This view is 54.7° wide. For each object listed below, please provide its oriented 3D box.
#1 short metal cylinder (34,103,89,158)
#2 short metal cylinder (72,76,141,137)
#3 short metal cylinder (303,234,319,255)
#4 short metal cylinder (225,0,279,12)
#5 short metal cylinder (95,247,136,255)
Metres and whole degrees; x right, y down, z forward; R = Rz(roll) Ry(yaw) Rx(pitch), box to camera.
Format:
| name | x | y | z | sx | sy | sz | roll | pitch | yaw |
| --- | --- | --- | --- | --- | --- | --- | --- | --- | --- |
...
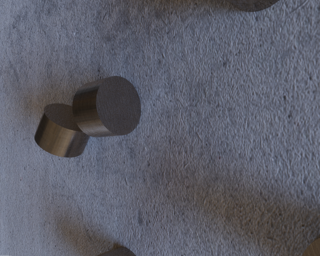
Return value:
| name | x | y | z | sx | sy | sz | roll | pitch | yaw |
| --- | --- | --- | --- | --- | --- | --- | --- | --- | --- |
| short metal cylinder | -0.152 | 0.003 | 0.495 | 0.080 | 0.081 | 0.050 | 42 | 116 | 32 |
| short metal cylinder | -0.072 | -0.028 | 0.429 | 0.050 | 0.081 | 0.080 | -6 | 86 | 40 |
| short metal cylinder | 0.164 | 0.120 | 0.253 | 0.080 | 0.050 | 0.080 | 0 | 90 | 40 |
| short metal cylinder | 0.091 | -0.166 | 0.314 | 0.080 | 0.050 | 0.080 | 0 | 90 | 40 |
| short metal cylinder | -0.068 | 0.219 | 0.445 | 0.080 | 0.050 | 0.080 | 0 | 90 | 40 |
